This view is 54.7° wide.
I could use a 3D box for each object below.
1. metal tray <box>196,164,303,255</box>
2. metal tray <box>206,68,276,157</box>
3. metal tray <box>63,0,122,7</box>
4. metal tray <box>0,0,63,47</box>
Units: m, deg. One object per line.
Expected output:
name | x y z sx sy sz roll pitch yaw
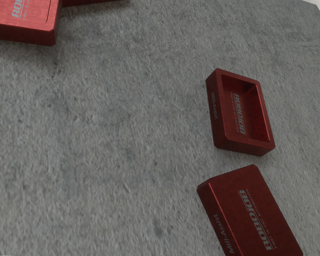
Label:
metal tray | 0.113 0.118 0.391 0.091 0.030 0.130 -11 67 -33
metal tray | 0.123 -0.026 0.484 0.091 0.030 0.130 12 57 -22
metal tray | -0.119 -0.239 0.483 0.131 0.030 0.090 -26 76 -37
metal tray | -0.171 -0.170 0.389 0.091 0.030 0.130 6 67 -12
